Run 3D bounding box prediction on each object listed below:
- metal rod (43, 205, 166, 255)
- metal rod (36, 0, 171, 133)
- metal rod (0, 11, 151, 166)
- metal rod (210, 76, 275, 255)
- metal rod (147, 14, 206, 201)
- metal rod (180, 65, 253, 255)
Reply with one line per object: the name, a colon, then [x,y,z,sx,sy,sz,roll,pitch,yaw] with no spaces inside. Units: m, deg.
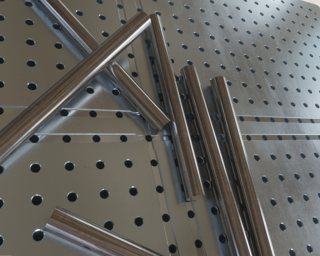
metal rod: [0.024,0.157,0.324,0.301,0.025,0.025,29,52,-10]
metal rod: [-0.095,-0.112,0.424,0.300,0.025,0.025,47,51,5]
metal rod: [-0.101,-0.054,0.363,0.025,0.025,0.301,39,58,-2]
metal rod: [0.113,0.054,0.434,0.025,0.025,0.299,6,59,-25]
metal rod: [0.016,-0.046,0.444,0.025,0.025,0.299,2,61,-27]
metal rod: [0.073,0.041,0.421,0.025,0.025,0.299,2,61,-27]
